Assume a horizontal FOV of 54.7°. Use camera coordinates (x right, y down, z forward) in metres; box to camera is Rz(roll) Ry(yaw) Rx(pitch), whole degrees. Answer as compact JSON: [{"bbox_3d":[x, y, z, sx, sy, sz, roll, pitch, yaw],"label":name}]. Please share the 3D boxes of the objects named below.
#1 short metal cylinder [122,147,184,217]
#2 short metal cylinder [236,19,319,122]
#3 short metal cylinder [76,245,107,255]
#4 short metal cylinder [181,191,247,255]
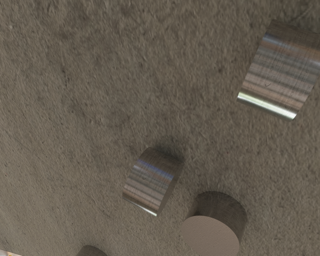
[{"bbox_3d":[-0.008,0.072,0.419,0.050,0.080,0.079,25,127,12],"label":"short metal cylinder"},{"bbox_3d":[0.110,-0.051,0.281,0.050,0.080,0.079,24,127,13],"label":"short metal cylinder"},{"bbox_3d":[-0.146,0.294,0.647,0.080,0.050,0.079,13,124,20],"label":"short metal cylinder"},{"bbox_3d":[0.076,0.136,0.434,0.080,0.050,0.079,13,124,20],"label":"short metal cylinder"}]
